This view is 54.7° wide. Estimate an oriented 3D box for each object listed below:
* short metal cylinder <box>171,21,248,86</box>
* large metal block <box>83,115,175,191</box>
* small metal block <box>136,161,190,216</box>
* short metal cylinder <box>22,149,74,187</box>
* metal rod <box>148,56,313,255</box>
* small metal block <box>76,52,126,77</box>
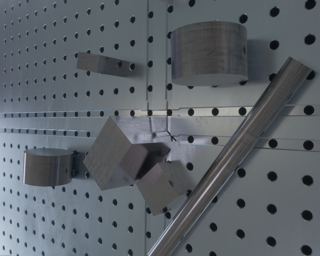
[{"bbox_3d":[0.052,-0.075,0.331,0.080,0.081,0.050,-2,89,40],"label":"short metal cylinder"},{"bbox_3d":[-0.040,0.031,0.407,0.050,0.081,0.080,49,119,29],"label":"large metal block"},{"bbox_3d":[0.002,0.079,0.408,0.050,0.025,0.050,-47,62,30],"label":"small metal block"},{"bbox_3d":[-0.192,0.065,0.532,0.080,0.081,0.050,8,95,40],"label":"short metal cylinder"},{"bbox_3d":[0.065,0.055,0.355,0.025,0.025,0.298,45,117,30],"label":"metal rod"},{"bbox_3d":[-0.088,-0.095,0.466,0.050,0.050,0.025,18,102,38],"label":"small metal block"}]
